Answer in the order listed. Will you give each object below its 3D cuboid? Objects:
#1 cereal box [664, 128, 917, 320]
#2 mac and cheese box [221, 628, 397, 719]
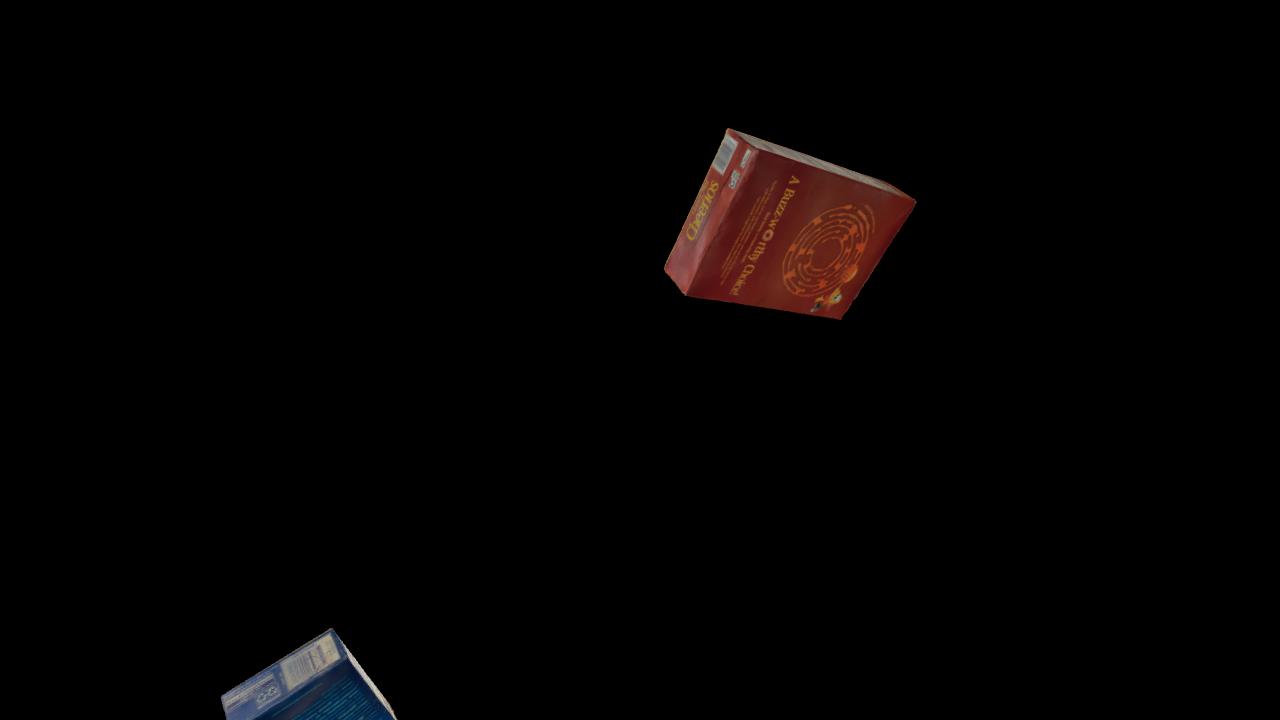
[{"bbox_3d":[0.207,-0.169,0.837,0.306,0.203,0.081,3,36,-32],"label":"cereal box"},{"bbox_3d":[-0.292,0.328,0.567,0.093,0.184,0.041,-30,50,-29],"label":"mac and cheese box"}]
